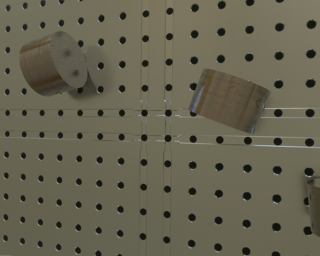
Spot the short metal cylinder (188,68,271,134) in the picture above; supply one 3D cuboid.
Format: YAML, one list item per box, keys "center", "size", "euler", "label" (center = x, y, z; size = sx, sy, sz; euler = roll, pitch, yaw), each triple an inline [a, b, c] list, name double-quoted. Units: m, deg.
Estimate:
- center: [0.079, -0.031, 0.355]
  size: [0.080, 0.080, 0.050]
  euler: [23, 98, 18]
  label: "short metal cylinder"

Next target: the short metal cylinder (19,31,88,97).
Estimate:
- center: [-0.146, -0.089, 0.433]
  size: [0.050, 0.080, 0.080]
  euler: [-13, 86, 19]
  label: "short metal cylinder"

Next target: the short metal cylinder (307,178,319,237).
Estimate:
- center: [0.196, 0.081, 0.315]
  size: [0.080, 0.080, 0.050]
  euler: [-4, 89, 19]
  label: "short metal cylinder"
